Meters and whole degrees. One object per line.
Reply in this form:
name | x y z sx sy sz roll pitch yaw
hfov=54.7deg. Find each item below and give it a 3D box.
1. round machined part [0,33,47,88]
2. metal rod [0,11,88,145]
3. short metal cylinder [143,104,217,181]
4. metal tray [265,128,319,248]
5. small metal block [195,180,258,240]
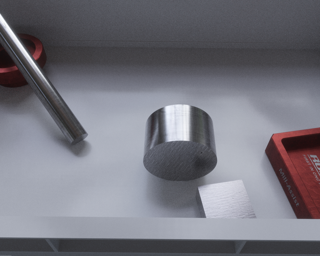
round machined part | -0.224 -0.100 0.475 0.099 0.042 0.098 0 50 0
metal rod | -0.192 -0.104 0.416 0.025 0.025 0.299 -33 81 -25
short metal cylinder | 0.022 0.019 0.354 0.081 0.080 0.050 1 50 0
metal tray | 0.189 0.060 0.353 0.091 0.030 0.130 -7 50 -7
small metal block | 0.070 0.087 0.333 0.050 0.025 0.050 -7 50 -7
